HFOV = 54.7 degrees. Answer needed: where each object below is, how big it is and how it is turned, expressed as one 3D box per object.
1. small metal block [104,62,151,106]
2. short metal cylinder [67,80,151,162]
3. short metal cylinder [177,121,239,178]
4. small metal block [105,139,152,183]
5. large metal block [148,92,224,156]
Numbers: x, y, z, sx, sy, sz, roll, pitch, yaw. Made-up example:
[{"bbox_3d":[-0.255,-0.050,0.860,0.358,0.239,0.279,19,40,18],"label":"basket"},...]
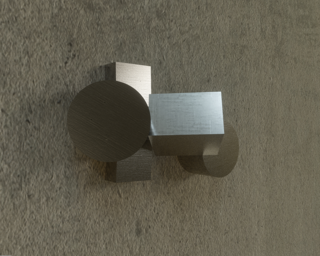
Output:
[{"bbox_3d":[-0.038,-0.051,0.375,0.050,0.025,0.050,-2,91,-40],"label":"small metal block"},{"bbox_3d":[-0.051,-0.007,0.325,0.081,0.050,0.079,0,91,-5],"label":"short metal cylinder"},{"bbox_3d":[0.070,0.029,0.451,0.081,0.050,0.079,0,90,-40],"label":"short metal cylinder"},{"bbox_3d":[-0.038,0.038,0.376,0.050,0.025,0.050,4,88,-40],"label":"small metal block"},{"bbox_3d":[0.031,-0.002,0.374,0.080,0.080,0.050,78,11,-68],"label":"large metal block"}]
